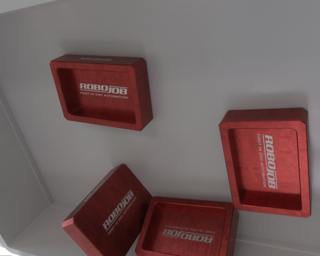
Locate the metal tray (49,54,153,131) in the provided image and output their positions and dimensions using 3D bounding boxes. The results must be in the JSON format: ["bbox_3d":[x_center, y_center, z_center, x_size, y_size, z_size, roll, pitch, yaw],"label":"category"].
[{"bbox_3d":[-0.078,-0.049,0.416,0.130,0.030,0.089,8,122,24],"label":"metal tray"}]

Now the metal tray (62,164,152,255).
[{"bbox_3d":[-0.067,0.125,0.453,0.030,0.131,0.090,-31,101,38],"label":"metal tray"}]

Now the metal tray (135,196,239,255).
[{"bbox_3d":[0.038,0.147,0.434,0.130,0.090,0.030,-2,142,29],"label":"metal tray"}]

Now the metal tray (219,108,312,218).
[{"bbox_3d":[0.126,0.042,0.364,0.090,0.030,0.129,-1,118,28],"label":"metal tray"}]
